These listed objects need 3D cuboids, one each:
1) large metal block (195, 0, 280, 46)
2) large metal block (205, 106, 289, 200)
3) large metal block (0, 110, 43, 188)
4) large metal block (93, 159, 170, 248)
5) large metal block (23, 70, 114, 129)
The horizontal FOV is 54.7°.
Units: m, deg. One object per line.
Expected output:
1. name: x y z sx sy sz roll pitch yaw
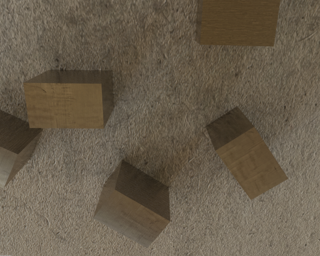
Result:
1. large metal block: 0.085 -0.136 0.347 0.081 0.050 0.079 1 110 -1
2. large metal block: 0.106 0.029 0.392 0.050 0.080 0.080 -34 107 12
3. large metal block: -0.207 0.019 0.385 0.080 0.080 0.050 27 108 -10
4. large metal block: -0.035 0.099 0.416 0.080 0.080 0.050 33 107 -12
5. large metal block: -0.101 -0.037 0.366 0.081 0.080 0.050 1 110 0
